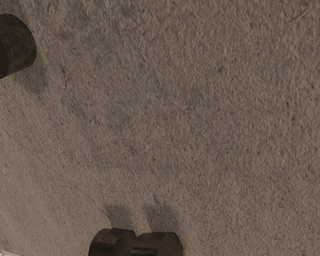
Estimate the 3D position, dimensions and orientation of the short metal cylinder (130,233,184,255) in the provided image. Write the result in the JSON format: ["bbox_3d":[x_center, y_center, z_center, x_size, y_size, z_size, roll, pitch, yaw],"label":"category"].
[{"bbox_3d":[-0.004,0.213,0.503,0.050,0.080,0.080,-11,113,33],"label":"short metal cylinder"}]

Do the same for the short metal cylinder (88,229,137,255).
[{"bbox_3d":[-0.081,0.222,0.549,0.050,0.080,0.080,-3,117,29],"label":"short metal cylinder"}]

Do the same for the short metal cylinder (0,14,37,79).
[{"bbox_3d":[-0.224,-0.115,0.435,0.080,0.050,0.079,13,124,20],"label":"short metal cylinder"}]
